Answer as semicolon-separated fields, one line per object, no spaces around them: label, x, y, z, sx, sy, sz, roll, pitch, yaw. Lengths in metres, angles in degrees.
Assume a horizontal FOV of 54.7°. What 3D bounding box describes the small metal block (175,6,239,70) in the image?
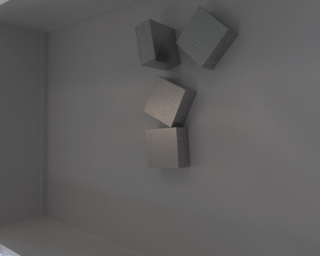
small metal block;0.054;-0.104;0.362;0.050;0.025;0.050;50;119;28

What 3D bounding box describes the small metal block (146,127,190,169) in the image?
small metal block;0.010;0.026;0.399;0.050;0.025;0.050;-5;87;40

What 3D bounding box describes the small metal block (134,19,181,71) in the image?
small metal block;-0.002;-0.104;0.393;0.025;0.050;0.050;-15;81;39

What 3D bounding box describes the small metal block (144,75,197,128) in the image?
small metal block;0.013;-0.034;0.397;0.050;0.025;0.050;32;110;35
